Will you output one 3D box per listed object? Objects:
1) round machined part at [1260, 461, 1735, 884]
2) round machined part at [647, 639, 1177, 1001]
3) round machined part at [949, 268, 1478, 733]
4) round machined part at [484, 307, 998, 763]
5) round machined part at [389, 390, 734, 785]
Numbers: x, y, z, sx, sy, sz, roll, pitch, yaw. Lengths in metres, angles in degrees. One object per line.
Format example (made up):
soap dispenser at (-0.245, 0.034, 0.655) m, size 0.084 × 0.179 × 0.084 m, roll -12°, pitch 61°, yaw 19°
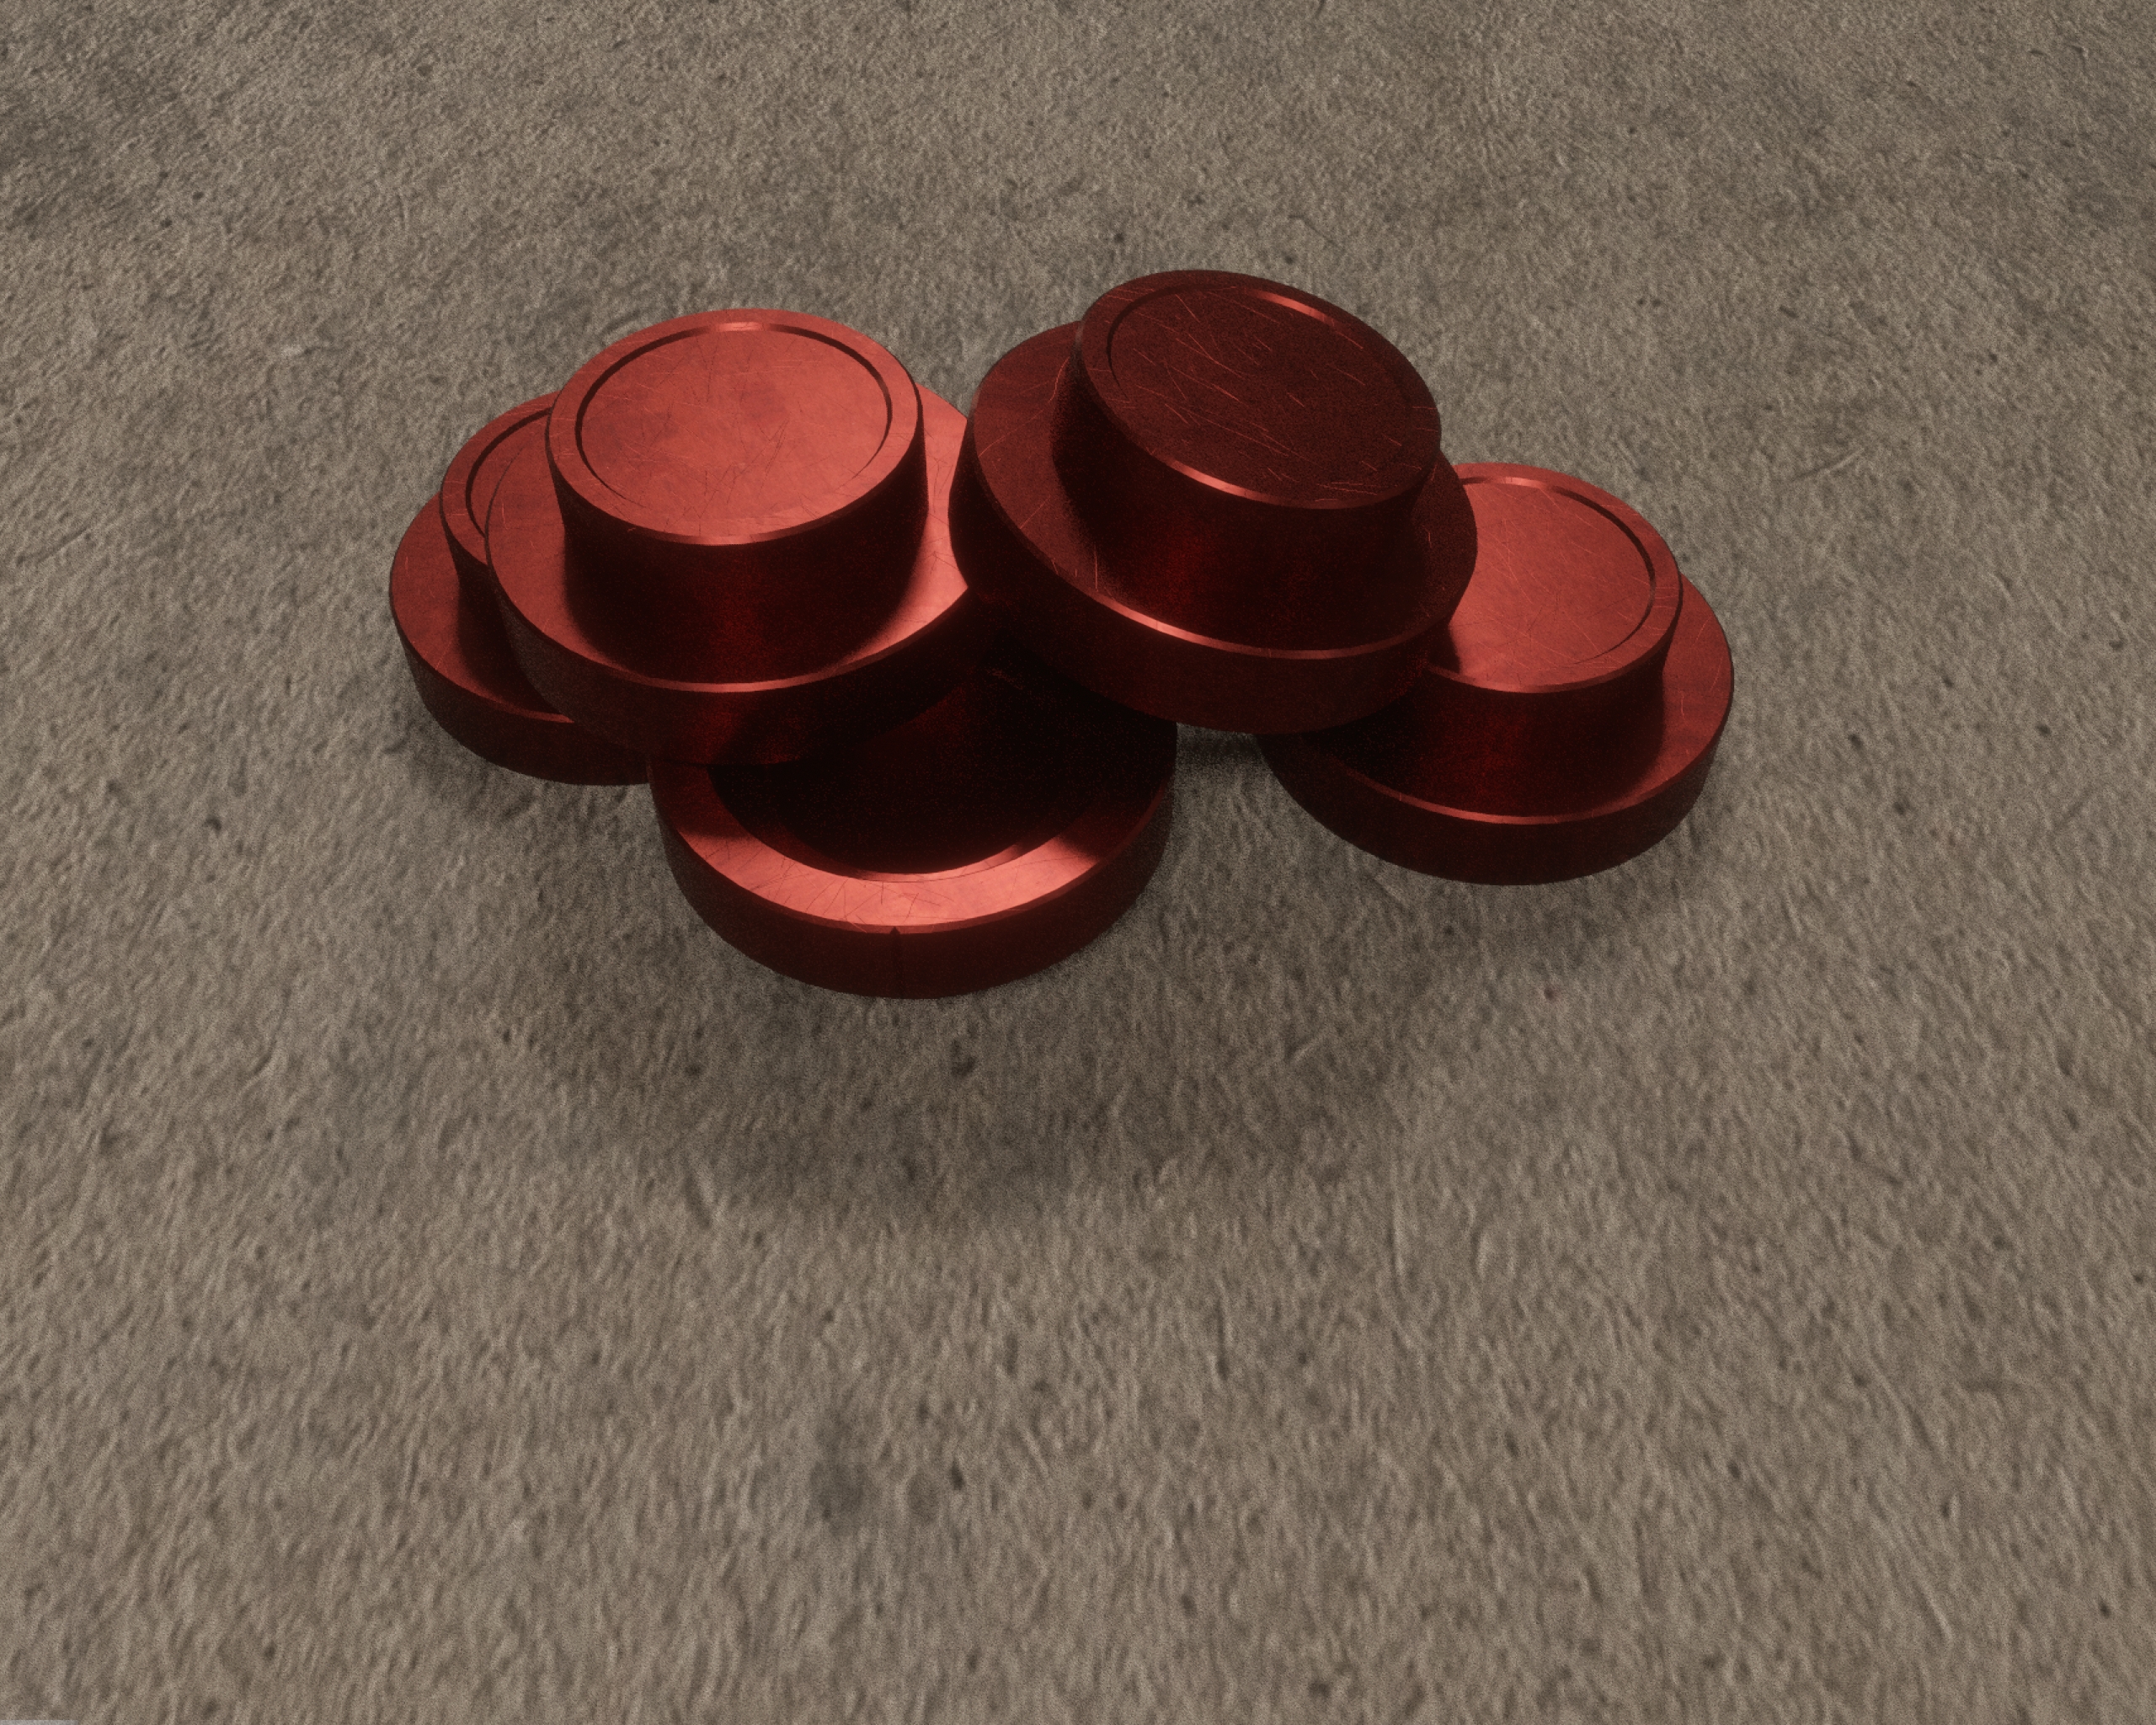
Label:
round machined part at (0.086, -0.046, 0.432) m, size 0.099 × 0.042 × 0.098 m, roll 0°, pitch 50°, yaw 0°
round machined part at (-0.031, -0.012, 0.403) m, size 0.099 × 0.042 × 0.098 m, roll 0°, pitch 50°, yaw 0°
round machined part at (0.028, -0.073, 0.388) m, size 0.099 × 0.042 × 0.098 m, roll 9°, pitch 48°, yaw -10°
round machined part at (-0.062, -0.068, 0.395) m, size 0.099 × 0.042 × 0.098 m, roll 0°, pitch 50°, yaw 0°
round machined part at (-0.098, -0.066, 0.447) m, size 0.099 × 0.042 × 0.098 m, roll 0°, pitch 50°, yaw 0°
